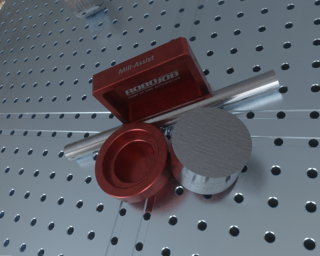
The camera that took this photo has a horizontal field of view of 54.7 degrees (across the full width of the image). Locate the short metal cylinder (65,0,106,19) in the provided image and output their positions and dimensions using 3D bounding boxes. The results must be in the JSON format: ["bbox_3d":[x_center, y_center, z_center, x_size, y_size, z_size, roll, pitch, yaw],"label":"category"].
[{"bbox_3d":[-0.152,-0.266,0.616,0.050,0.080,0.080,-19,54,17],"label":"short metal cylinder"}]

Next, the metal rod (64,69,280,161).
[{"bbox_3d":[0.003,-0.011,0.413,0.301,0.025,0.025,-19,54,16],"label":"metal rod"}]

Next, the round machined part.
[{"bbox_3d":[-0.027,0.045,0.384,0.098,0.042,0.098,-13,56,21],"label":"round machined part"}]

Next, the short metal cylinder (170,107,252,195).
[{"bbox_3d":[0.051,0.025,0.331,0.081,0.050,0.080,1,60,-1],"label":"short metal cylinder"}]

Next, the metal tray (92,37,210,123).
[{"bbox_3d":[-0.010,-0.054,0.405,0.130,0.090,0.030,-20,54,16],"label":"metal tray"}]
